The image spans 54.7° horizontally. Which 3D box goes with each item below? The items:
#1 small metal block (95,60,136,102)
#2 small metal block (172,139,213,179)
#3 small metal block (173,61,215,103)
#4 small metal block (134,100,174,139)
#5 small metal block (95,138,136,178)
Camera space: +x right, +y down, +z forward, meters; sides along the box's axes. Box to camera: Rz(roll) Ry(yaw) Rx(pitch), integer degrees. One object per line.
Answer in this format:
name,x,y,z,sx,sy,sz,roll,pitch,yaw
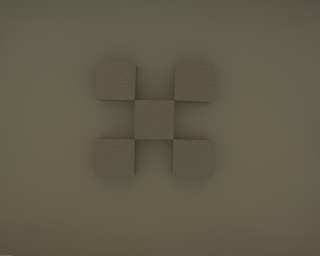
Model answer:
small metal block,-0.057,-0.061,0.409,0.050,0.025,0.050,2,90,0
small metal block,0.042,0.040,0.409,0.050,0.025,0.050,1,90,0
small metal block,0.044,-0.059,0.409,0.050,0.025,0.050,2,90,0
small metal block,-0.007,-0.011,0.409,0.050,0.025,0.050,1,90,0
small metal block,-0.058,0.039,0.409,0.050,0.025,0.050,1,90,0
